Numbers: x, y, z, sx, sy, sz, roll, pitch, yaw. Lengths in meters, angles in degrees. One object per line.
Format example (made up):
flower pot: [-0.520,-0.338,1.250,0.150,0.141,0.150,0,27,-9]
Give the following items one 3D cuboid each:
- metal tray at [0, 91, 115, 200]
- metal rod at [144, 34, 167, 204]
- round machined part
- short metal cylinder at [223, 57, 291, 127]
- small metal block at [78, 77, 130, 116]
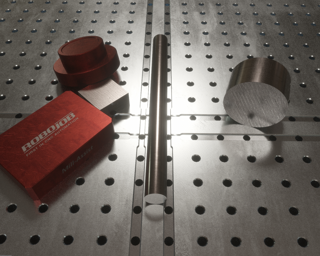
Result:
metal tray: [-0.134,0.015,0.390,0.090,0.030,0.131,33,57,24]
metal rod: [-0.002,-0.036,0.438,0.025,0.025,0.300,1,50,0]
round machined part: [-0.114,-0.106,0.468,0.099,0.042,0.098,-8,38,6]
short metal cylinder: [0.130,-0.046,0.413,0.080,0.080,0.050,15,52,12]
small metal block: [-0.079,-0.042,0.442,0.050,0.025,0.050,-36,59,-27]
